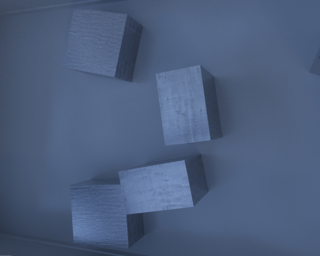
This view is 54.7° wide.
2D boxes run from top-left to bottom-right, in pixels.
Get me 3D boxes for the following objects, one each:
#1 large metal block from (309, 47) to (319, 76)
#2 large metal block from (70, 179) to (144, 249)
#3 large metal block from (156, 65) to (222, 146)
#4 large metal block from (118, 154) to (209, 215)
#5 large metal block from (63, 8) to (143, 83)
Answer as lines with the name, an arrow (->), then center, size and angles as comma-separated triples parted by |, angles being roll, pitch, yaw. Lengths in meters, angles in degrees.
large metal block -> 0.204, -0.074, 0.309 | 0.080, 0.080, 0.050 | 22, 98, 18
large metal block -> -0.071, 0.113, 0.422 | 0.080, 0.050, 0.080 | -4, 89, 20
large metal block -> 0.038, -0.024, 0.368 | 0.050, 0.080, 0.080 | -8, 87, 20
large metal block -> 0.008, 0.066, 0.378 | 0.080, 0.080, 0.050 | -12, 86, 19
large metal block -> -0.077, -0.112, 0.424 | 0.080, 0.050, 0.080 | 14, 95, 19
